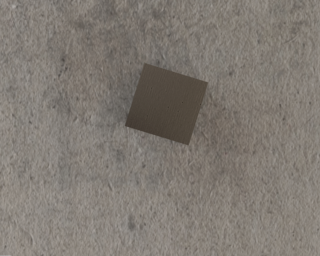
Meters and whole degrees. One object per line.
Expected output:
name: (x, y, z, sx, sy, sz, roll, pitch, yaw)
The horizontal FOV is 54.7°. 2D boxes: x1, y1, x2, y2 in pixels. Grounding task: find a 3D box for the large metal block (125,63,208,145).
large metal block: (0.008, -0.029, 0.398, 0.080, 0.050, 0.080, 17, 90, -1)
